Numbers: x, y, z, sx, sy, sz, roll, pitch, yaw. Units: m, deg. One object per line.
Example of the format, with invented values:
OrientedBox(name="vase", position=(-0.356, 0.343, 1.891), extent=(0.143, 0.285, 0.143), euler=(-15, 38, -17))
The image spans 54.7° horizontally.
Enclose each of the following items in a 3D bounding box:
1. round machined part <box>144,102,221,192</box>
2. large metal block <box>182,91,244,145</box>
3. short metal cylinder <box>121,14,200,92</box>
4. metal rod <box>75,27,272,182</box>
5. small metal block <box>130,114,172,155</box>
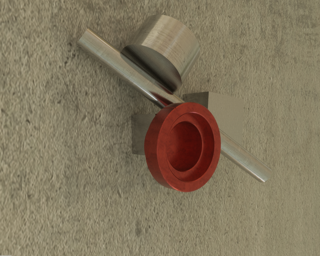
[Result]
OrientedBox(name="round machined part", position=(0.021, 0.020, 0.351), extent=(0.099, 0.042, 0.097), euler=(-2, 93, -40))
OrientedBox(name="large metal block", position=(0.077, -0.007, 0.458), extent=(0.081, 0.050, 0.080), euler=(6, 86, -40))
OrientedBox(name="short metal cylinder", position=(0.001, -0.087, 0.373), extent=(0.080, 0.080, 0.050), euler=(45, 63, -31))
OrientedBox(name="metal rod", position=(0.031, -0.017, 0.386), extent=(0.301, 0.025, 0.025), euler=(36, 67, -19))
OrientedBox(name="small metal block", position=(-0.011, 0.008, 0.383), extent=(0.025, 0.050, 0.050), euler=(-3, 92, -40))
